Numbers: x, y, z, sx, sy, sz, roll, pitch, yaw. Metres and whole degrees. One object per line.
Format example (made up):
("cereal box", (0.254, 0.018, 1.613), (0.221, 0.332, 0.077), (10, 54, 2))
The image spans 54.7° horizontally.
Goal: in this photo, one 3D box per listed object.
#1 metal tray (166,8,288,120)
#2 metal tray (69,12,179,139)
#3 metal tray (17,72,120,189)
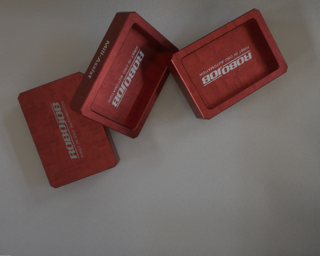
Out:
("metal tray", (0.085, -0.080, 0.393), (0.131, 0.030, 0.090), (-31, 98, -9))
("metal tray", (-0.039, -0.062, 0.378), (0.090, 0.030, 0.130), (29, 86, -43))
("metal tray", (-0.118, 0.003, 0.408), (0.090, 0.030, 0.129), (-20, 90, 0))
